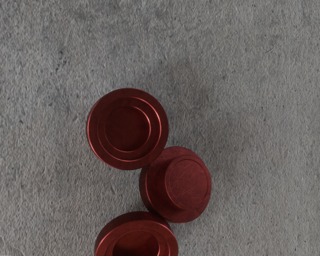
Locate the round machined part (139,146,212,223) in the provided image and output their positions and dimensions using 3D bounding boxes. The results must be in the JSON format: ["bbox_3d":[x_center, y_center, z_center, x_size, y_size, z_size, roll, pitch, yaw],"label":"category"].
[{"bbox_3d":[0.027,0.071,0.396,0.099,0.042,0.098,9,71,-27],"label":"round machined part"}]

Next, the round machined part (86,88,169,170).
[{"bbox_3d":[-0.042,0.001,0.384,0.099,0.042,0.097,0,90,-20],"label":"round machined part"}]

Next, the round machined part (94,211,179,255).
[{"bbox_3d":[-0.030,0.145,0.380,0.099,0.042,0.097,-4,107,-12],"label":"round machined part"}]
